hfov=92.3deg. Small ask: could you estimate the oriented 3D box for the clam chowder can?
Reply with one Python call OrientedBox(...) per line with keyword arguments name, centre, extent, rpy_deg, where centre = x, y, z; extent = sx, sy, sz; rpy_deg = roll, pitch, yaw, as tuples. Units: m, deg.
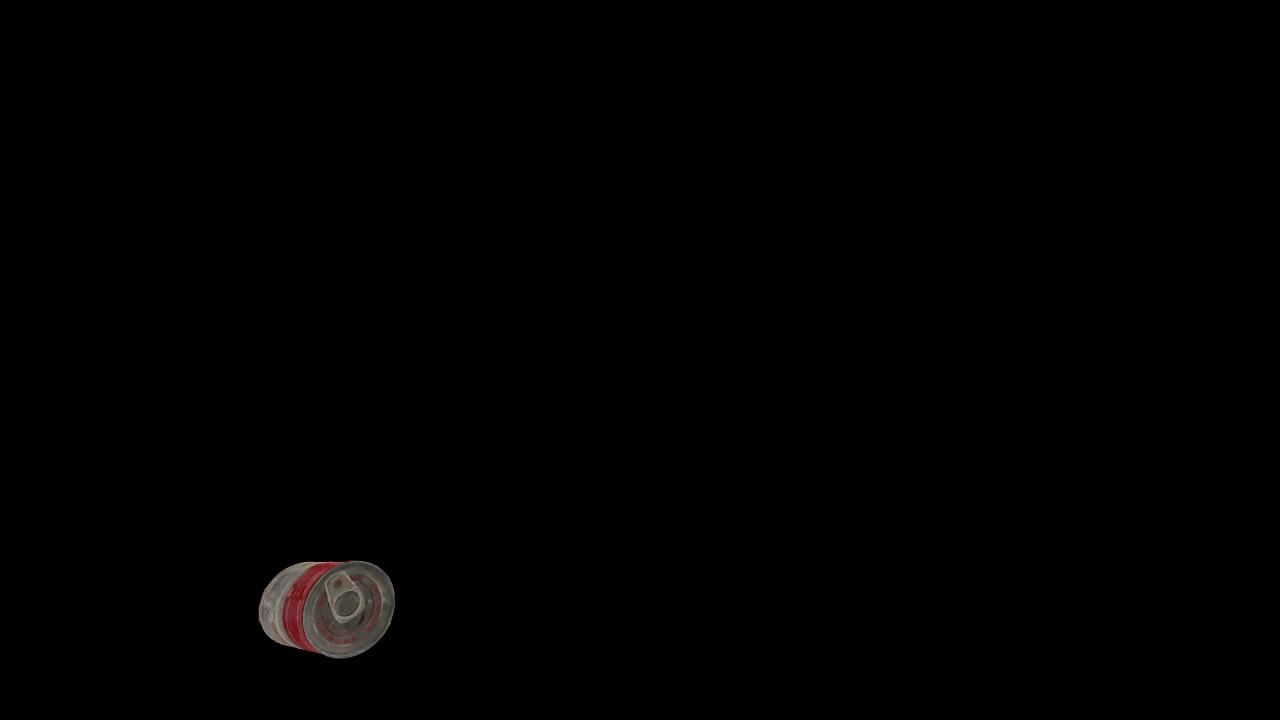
OrientedBox(name="clam chowder can", centre=(-0.250, 0.195, 0.487), extent=(0.102, 0.068, 0.068), rpy_deg=(-16, -11, 40))
